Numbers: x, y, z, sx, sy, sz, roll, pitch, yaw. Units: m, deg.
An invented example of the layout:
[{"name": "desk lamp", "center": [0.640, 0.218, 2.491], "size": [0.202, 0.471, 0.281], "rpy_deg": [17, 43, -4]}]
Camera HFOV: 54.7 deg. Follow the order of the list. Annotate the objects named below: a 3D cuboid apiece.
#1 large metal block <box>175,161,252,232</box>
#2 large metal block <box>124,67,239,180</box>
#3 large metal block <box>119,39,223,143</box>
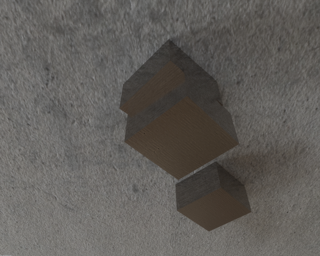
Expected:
[{"name": "large metal block", "center": [0.082, 0.109, 0.485], "size": [0.080, 0.050, 0.080], "rpy_deg": [-35, 122, 25]}, {"name": "large metal block", "center": [0.022, -0.001, 0.324], "size": [0.080, 0.050, 0.080], "rpy_deg": [-36, 122, 26]}, {"name": "large metal block", "center": [0.012, -0.039, 0.358], "size": [0.080, 0.050, 0.080], "rpy_deg": [35, 122, -27]}]
